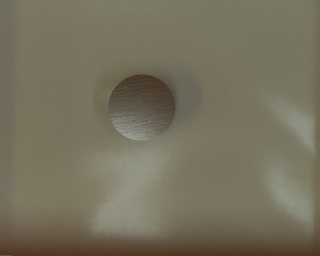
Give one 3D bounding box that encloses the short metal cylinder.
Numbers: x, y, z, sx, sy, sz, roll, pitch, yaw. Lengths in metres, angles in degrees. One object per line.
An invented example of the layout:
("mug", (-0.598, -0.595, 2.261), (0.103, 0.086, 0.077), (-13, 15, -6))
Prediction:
("short metal cylinder", (-0.022, -0.025, 0.397), (0.080, 0.050, 0.080), (0, 90, 0))
